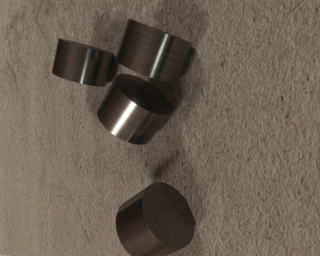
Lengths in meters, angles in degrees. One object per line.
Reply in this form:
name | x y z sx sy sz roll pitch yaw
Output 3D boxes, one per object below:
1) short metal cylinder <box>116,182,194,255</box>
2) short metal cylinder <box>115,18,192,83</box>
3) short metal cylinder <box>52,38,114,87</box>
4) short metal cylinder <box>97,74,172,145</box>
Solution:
short metal cylinder | -0.005 0.112 0.372 0.050 0.081 0.080 -39 66 33
short metal cylinder | -0.008 -0.093 0.374 0.080 0.081 0.050 34 111 34
short metal cylinder | -0.114 -0.097 0.461 0.080 0.081 0.050 26 107 36
short metal cylinder | -0.032 -0.025 0.394 0.080 0.081 0.050 51 120 28
